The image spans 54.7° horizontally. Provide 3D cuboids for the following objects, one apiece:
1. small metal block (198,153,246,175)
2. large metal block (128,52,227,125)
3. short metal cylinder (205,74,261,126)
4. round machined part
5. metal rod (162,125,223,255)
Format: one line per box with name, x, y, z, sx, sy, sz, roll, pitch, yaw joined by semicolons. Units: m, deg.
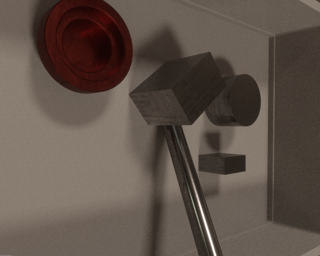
small metal block;0.095;0.053;0.473;0.050;0.050;0.025;-1;91;-40
large metal block;0.022;-0.048;0.391;0.080;0.080;0.050;-46;118;-30
short metal cylinder;0.115;-0.042;0.489;0.081;0.050;0.079;0;90;-40
round machined part;-0.081;-0.085;0.329;0.099;0.042;0.097;0;90;-40
metal rod;0.047;0.111;0.348;0.025;0.025;0.299;13;50;-40
